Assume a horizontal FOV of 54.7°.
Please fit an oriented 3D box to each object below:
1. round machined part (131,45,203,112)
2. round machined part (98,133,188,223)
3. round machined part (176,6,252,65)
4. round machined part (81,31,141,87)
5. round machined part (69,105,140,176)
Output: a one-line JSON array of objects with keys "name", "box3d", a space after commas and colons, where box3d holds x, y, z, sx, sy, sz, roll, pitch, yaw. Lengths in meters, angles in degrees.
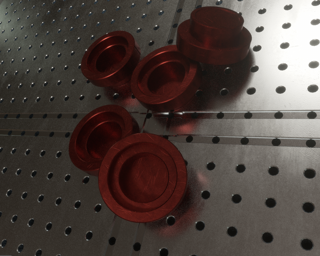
[{"name": "round machined part", "box3d": [0.012, -0.064, 0.429, 0.098, 0.042, 0.098, -13, 56, 20]}, {"name": "round machined part", "box3d": [-0.017, 0.058, 0.356, 0.099, 0.042, 0.098, -2, 73, 7]}, {"name": "round machined part", "box3d": [0.072, -0.127, 0.409, 0.099, 0.042, 0.098, 2, 43, -2]}, {"name": "round machined part", "box3d": [-0.074, -0.106, 0.499, 0.098, 0.042, 0.098, -13, 56, 20]}, {"name": "round machined part", "box3d": [-0.070, 0.020, 0.420, 0.098, 0.042, 0.098, -13, 56, 21]}]
